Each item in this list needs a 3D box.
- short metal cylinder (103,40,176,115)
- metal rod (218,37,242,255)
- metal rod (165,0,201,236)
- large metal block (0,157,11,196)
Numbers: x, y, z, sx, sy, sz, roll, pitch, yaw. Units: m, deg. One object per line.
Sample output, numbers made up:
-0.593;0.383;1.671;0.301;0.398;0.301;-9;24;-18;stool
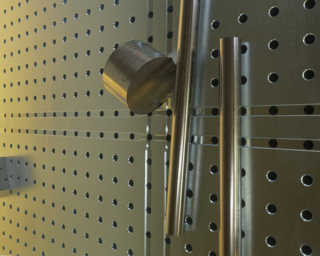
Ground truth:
-0.024;-0.064;0.394;0.050;0.081;0.079;40;114;33;short metal cylinder
0.078;0.051;0.344;0.025;0.025;0.298;0;90;40;metal rod
0.028;-0.016;0.385;0.025;0.025;0.298;6;94;40;metal rod
-0.399;0.120;0.722;0.080;0.050;0.080;-30;72;36;large metal block
